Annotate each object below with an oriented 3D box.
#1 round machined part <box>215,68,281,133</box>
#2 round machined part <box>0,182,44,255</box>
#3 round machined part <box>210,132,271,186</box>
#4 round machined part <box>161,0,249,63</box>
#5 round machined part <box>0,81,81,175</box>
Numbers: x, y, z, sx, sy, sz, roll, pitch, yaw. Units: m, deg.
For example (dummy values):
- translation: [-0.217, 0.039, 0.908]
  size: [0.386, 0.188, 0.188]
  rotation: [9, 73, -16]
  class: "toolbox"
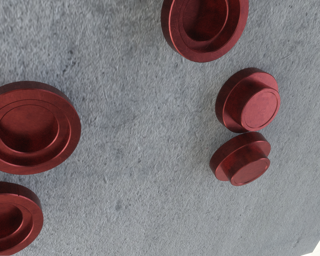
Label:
- translation: [0.133, -0.034, 0.447]
  size: [0.099, 0.042, 0.097]
  rotation: [-14, 124, -21]
  class: "round machined part"
- translation: [-0.188, 0.100, 0.355]
  size: [0.099, 0.042, 0.097]
  rotation: [-14, 124, -21]
  class: "round machined part"
- translation: [0.131, 0.054, 0.484]
  size: [0.099, 0.042, 0.097]
  rotation: [-17, 142, -14]
  class: "round machined part"
- translation: [0.045, -0.126, 0.342]
  size: [0.099, 0.042, 0.097]
  rotation: [-14, 124, -21]
  class: "round machined part"
- translation: [-0.135, -0.003, 0.320]
  size: [0.099, 0.042, 0.097]
  rotation: [-14, 124, -21]
  class: "round machined part"
